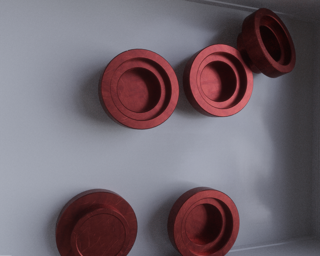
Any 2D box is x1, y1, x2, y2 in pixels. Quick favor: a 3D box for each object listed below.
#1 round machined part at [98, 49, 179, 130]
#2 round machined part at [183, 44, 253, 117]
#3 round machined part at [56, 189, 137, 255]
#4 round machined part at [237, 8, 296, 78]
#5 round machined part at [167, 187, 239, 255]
[{"bbox_3d":[-0.029,-0.047,0.392,0.099,0.042,0.097,0,90,-21],"label":"round machined part"},{"bbox_3d":[0.076,-0.063,0.431,0.099,0.042,0.097,0,90,-20],"label":"round machined part"},{"bbox_3d":[-0.074,0.126,0.375,0.099,0.042,0.097,0,90,-21],"label":"round machined part"},{"bbox_3d":[0.149,-0.117,0.446,0.099,0.042,0.098,14,67,-35],"label":"round machined part"},{"bbox_3d":[0.055,0.129,0.424,0.099,0.042,0.097,0,90,-21],"label":"round machined part"}]
